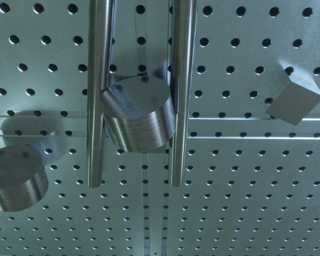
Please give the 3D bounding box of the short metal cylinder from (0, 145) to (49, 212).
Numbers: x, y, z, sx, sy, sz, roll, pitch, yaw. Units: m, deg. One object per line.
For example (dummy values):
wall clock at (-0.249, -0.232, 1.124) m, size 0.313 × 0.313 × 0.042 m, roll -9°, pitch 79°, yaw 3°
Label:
short metal cylinder at (-0.202, 0.069, 0.432) m, size 0.081 × 0.080 × 0.050 m, roll 2°, pitch 130°, yaw -2°

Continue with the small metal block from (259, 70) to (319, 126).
small metal block at (0.161, -0.036, 0.383) m, size 0.050 × 0.025 × 0.050 m, roll 20°, pitch 127°, yaw -17°

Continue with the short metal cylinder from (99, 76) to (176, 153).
short metal cylinder at (-0.024, -0.018, 0.360) m, size 0.080 × 0.080 × 0.050 m, roll -7°, pitch 131°, yaw 6°

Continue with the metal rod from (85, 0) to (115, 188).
metal rod at (-0.078, -0.029, 0.386) m, size 0.025 × 0.025 × 0.298 m, roll 7°, pitch 130°, yaw -6°

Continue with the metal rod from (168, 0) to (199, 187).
metal rod at (0.025, -0.032, 0.384) m, size 0.025 × 0.025 × 0.298 m, roll 0°, pitch 130°, yaw 0°

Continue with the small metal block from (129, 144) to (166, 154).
small metal block at (-0.016, 0.007, 0.418) m, size 0.050 × 0.025 × 0.050 m, roll 3°, pitch 130°, yaw -3°
